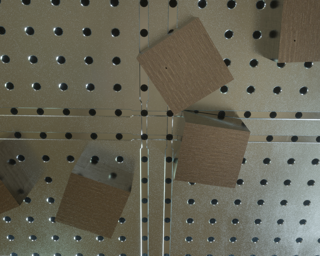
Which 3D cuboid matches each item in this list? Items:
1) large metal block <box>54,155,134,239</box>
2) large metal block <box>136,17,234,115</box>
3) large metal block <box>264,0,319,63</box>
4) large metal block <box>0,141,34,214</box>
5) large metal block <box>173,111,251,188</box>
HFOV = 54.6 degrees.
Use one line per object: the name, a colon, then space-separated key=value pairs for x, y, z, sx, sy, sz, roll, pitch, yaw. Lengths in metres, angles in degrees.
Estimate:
large metal block: x=-0.090 y=0.096 z=0.435 sx=0.080 sy=0.050 sz=0.080 roll=21 pitch=109 yaw=-8
large metal block: x=0.029 y=-0.075 z=0.372 sx=0.080 sy=0.050 sz=0.080 roll=-31 pitch=107 yaw=11
large metal block: x=0.171 y=-0.120 z=0.357 sx=0.080 sy=0.050 sz=0.079 roll=-2 pitch=110 yaw=0
large metal block: x=-0.239 y=0.076 z=0.426 sx=0.080 sy=0.050 sz=0.080 roll=-24 pitch=109 yaw=8
large metal block: x=0.064 y=0.027 z=0.410 sx=0.080 sy=0.050 sz=0.079 roll=8 pitch=110 yaw=-3
